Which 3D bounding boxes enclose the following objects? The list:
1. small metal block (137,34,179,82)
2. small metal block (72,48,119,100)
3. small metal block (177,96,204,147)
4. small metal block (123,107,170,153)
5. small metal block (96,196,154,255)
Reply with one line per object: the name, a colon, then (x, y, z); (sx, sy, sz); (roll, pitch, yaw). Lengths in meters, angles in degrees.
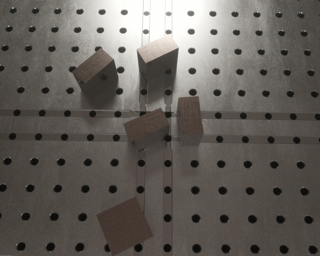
small metal block: (-0.003, -0.097, 0.434); (0.050, 0.050, 0.025); (-28, 73, -10)
small metal block: (-0.087, -0.073, 0.424); (0.025, 0.050, 0.050); (42, 75, 13)
small metal block: (0.038, -0.007, 0.402); (0.025, 0.050, 0.050); (-4, 70, -2)
small metal block: (-0.016, 0.004, 0.397); (0.050, 0.050, 0.025); (-24, 72, -9)
small metal block: (-0.041, 0.117, 0.369); (0.050, 0.025, 0.050); (-24, 72, -9)
